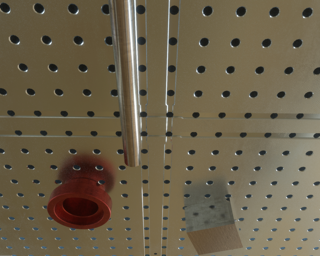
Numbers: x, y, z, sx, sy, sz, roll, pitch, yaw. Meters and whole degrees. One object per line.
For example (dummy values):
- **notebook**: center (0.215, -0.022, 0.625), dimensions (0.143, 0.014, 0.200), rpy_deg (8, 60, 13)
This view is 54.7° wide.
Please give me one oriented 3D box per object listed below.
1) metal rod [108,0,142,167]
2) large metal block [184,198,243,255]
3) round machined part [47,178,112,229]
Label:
- **metal rod**: center (-0.039, -0.066, 0.354), dimensions (0.025, 0.025, 0.298), rpy_deg (0, 130, 0)
- **large metal block**: center (0.094, 0.175, 0.545), dimensions (0.080, 0.050, 0.080), rpy_deg (-15, 129, 12)
- **round machined part**: center (-0.126, 0.118, 0.500), dimensions (0.099, 0.042, 0.097), rpy_deg (0, 130, 0)
